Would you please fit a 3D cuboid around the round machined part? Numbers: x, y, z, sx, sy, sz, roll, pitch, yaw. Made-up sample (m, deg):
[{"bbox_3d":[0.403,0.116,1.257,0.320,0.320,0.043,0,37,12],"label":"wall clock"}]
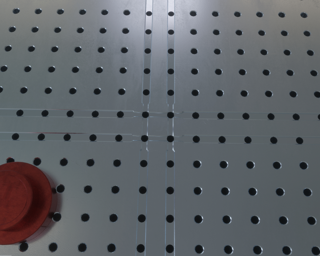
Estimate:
[{"bbox_3d":[-0.179,0.088,0.370,0.099,0.042,0.098,0,70,0],"label":"round machined part"}]
